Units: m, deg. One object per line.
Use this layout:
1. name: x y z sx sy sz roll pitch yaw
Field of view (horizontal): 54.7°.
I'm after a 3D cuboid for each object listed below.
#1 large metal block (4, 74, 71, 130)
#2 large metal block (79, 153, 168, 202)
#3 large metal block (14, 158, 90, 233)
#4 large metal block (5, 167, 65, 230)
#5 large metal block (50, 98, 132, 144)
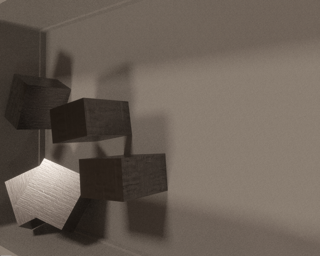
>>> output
1. large metal block: -0.214 -0.044 0.544 0.050 0.081 0.079 33 110 35
2. large metal block: -0.048 0.062 0.408 0.080 0.081 0.050 -6 86 39
3. large metal block: -0.156 0.104 0.475 0.080 0.050 0.080 21 69 12
4. large metal block: -0.203 0.114 0.527 0.080 0.050 0.080 -26 68 -9
5. large metal block: -0.100 -0.008 0.451 0.080 0.081 0.050 -12 83 39
